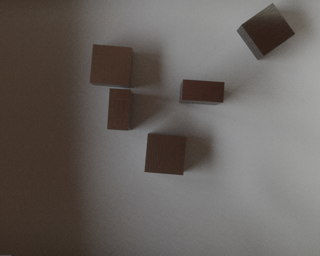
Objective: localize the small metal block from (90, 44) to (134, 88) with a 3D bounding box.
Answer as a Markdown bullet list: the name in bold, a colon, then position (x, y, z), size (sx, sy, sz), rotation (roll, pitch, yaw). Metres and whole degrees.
- **small metal block**: position (-0.063, -0.081, 0.411), size (0.050, 0.025, 0.050), rotation (5, 90, -1)

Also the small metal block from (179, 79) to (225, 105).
- **small metal block**: position (0.052, -0.045, 0.400), size (0.050, 0.050, 0.025), rotation (4, 90, -1)

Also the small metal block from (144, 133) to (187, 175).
- **small metal block**: position (0.007, 0.034, 0.412), size (0.050, 0.025, 0.050), rotation (5, 90, -1)

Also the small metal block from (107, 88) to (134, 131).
- **small metal block**: position (-0.050, -0.023, 0.398), size (0.025, 0.050, 0.050), rotation (4, 90, 0)

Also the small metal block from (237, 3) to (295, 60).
- **small metal block**: position (0.140, -0.128, 0.413), size (0.050, 0.025, 0.050), rotation (-36, 90, 0)
